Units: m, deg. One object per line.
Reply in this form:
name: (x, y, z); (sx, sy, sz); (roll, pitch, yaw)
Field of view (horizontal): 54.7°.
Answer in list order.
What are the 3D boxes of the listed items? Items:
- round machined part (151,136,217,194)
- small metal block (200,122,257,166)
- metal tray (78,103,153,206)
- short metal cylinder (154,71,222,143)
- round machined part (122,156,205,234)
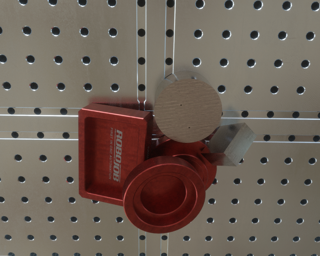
round machined part: (0.029, 0.058, 0.425); (0.099, 0.042, 0.097); (0, 110, -1)
small metal block: (0.088, 0.022, 0.399); (0.025, 0.050, 0.050); (45, 69, -15)
metal tray: (-0.060, 0.038, 0.412); (0.090, 0.030, 0.129); (9, 110, 11)
short metal cylinder: (0.033, -0.028, 0.390); (0.081, 0.050, 0.079); (0, 110, -1)
round machined part: (0.003, 0.077, 0.382); (0.099, 0.042, 0.097); (-4, 112, -10)
